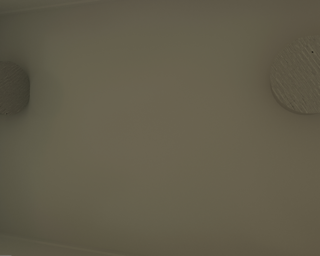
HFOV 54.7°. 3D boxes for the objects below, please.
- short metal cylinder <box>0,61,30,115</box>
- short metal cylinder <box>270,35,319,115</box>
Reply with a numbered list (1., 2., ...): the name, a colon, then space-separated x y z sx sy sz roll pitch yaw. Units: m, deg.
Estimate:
1. short metal cylinder: -0.245 -0.060 0.466 0.050 0.080 0.079 3 91 20
2. short metal cylinder: 0.164 -0.055 0.340 0.080 0.050 0.079 0 90 19
